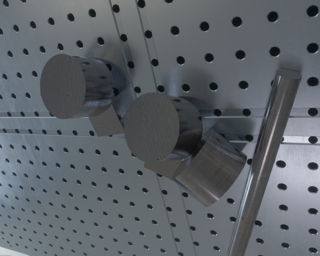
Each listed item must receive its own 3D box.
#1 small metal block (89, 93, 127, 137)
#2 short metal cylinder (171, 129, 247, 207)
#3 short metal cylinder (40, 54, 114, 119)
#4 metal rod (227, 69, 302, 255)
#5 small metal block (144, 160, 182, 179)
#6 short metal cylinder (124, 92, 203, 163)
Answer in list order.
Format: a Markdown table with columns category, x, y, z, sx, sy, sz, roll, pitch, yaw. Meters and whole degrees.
| category | x | y | z | sx | sy | sz | roll | pitch | yaw |
| --- | --- | --- | --- | --- | --- | --- | --- | --- | --- |
| small metal block | -0.073 | -0.017 | 0.439 | 0.050 | 0.025 | 0.050 | -8 | 114 | 32 |
| short metal cylinder | 0.058 | 0.047 | 0.374 | 0.050 | 0.080 | 0.080 | 39 | 129 | 1 |
| short metal cylinder | -0.108 | -0.053 | 0.401 | 0.080 | 0.050 | 0.079 | 4 | 97 | 31 |
| metal rod | 0.122 | 0.071 | 0.390 | 0.025 | 0.025 | 0.298 | 16 | 125 | 19 |
| small metal block | 0.009 | 0.040 | 0.431 | 0.050 | 0.025 | 0.050 | 23 | 127 | 14 |
| short metal cylinder | 0.004 | 0.000 | 0.371 | 0.080 | 0.050 | 0.080 | -2 | 87 | 37 |
